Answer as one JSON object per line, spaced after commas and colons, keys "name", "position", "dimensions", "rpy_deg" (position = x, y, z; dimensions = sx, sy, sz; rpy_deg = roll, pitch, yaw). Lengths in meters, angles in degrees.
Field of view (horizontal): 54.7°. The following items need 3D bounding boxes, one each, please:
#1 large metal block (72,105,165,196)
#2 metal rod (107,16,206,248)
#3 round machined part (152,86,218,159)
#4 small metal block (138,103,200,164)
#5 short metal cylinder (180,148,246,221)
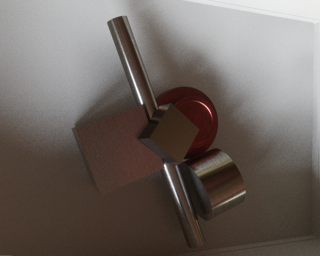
{"name": "large metal block", "position": [-0.052, 0.024, 0.375], "dimensions": [0.081, 0.050, 0.080], "rpy_deg": [-22, 98, -19]}
{"name": "metal rod", "position": [-0.002, 0.011, 0.387], "dimensions": [0.025, 0.025, 0.298], "rpy_deg": [-22, 98, -19]}
{"name": "round machined part", "position": [0.035, -0.007, 0.413], "dimensions": [0.099, 0.042, 0.097], "rpy_deg": [0, 90, -21]}
{"name": "small metal block", "position": [0.011, 0.007, 0.363], "dimensions": [0.050, 0.025, 0.050], "rpy_deg": [41, 65, -23]}
{"name": "short metal cylinder", "position": [0.065, 0.073, 0.405], "dimensions": [0.050, 0.080, 0.080], "rpy_deg": [-22, 98, -19]}
